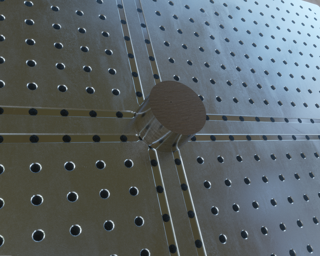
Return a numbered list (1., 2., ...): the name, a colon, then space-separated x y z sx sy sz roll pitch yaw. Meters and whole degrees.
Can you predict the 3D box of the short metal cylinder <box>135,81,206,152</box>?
1. short metal cylinder: 0.013 -0.015 0.408 0.081 0.050 0.080 13 56 -21
